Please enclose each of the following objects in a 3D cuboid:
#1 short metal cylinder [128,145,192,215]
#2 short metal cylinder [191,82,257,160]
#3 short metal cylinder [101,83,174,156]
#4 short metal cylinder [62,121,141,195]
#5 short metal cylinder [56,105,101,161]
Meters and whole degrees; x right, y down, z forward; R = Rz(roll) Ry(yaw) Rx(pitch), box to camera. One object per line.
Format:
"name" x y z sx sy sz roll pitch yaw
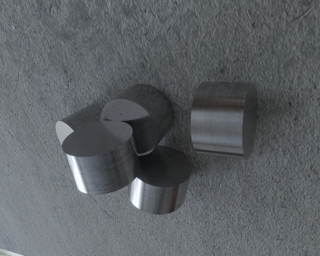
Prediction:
"short metal cylinder" -0.001 0.068 0.414 0.080 0.080 0.050 20 126 16
"short metal cylinder" 0.071 -0.009 0.329 0.050 0.080 0.079 5 121 26
"short metal cylinder" -0.028 -0.011 0.399 0.080 0.050 0.079 13 124 20
"short metal cylinder" -0.067 0.032 0.362 0.080 0.080 0.050 5 121 26
"short metal cylinder" -0.102 0.014 0.437 0.080 0.050 0.079 32 139 32
